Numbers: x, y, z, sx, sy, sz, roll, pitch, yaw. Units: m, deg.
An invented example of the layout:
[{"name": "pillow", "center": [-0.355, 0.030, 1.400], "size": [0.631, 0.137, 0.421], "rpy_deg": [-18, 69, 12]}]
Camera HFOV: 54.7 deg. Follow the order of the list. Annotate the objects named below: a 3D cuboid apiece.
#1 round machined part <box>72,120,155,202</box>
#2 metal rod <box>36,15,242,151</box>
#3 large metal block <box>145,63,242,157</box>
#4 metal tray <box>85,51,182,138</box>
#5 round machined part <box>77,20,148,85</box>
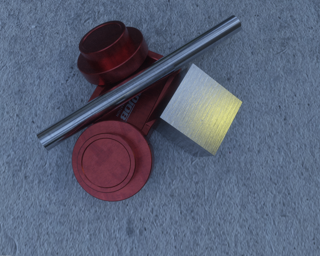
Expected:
[{"name": "round machined part", "center": [-0.058, 0.039, 0.367], "size": [0.099, 0.042, 0.097], "rpy_deg": [0, 90, 7]}, {"name": "metal rod", "center": [-0.018, -0.064, 0.402], "size": [0.301, 0.025, 0.025], "rpy_deg": [-34, 74, -12]}, {"name": "large metal block", "center": [0.042, -0.019, 0.388], "size": [0.080, 0.050, 0.080], "rpy_deg": [35, 71, -14]}, {"name": "metal tray", "center": [-0.036, -0.046, 0.423], "size": [0.090, 0.030, 0.130], "rpy_deg": [23, 71, 8]}, {"name": "round machined part", "center": [-0.069, -0.107, 0.418], "size": [0.098, 0.042, 0.098], "rpy_deg": [-13, 47, 15]}]
